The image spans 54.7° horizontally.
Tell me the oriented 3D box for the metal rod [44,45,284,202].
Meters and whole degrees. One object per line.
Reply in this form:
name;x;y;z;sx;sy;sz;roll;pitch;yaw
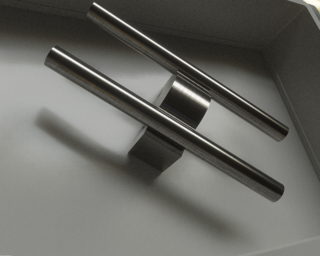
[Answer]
metal rod;0.012;0.001;0.349;0.301;0.025;0.025;31;52;-8

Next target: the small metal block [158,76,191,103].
small metal block;0.033;-0.053;0.439;0.050;0.050;0.025;32;52;-8

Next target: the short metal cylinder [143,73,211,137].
short metal cylinder;0.021;-0.023;0.395;0.050;0.080;0.080;32;51;-8

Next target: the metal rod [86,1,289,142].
metal rod;0.042;-0.069;0.406;0.301;0.025;0.025;31;52;-8

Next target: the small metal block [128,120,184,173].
small metal block;-0.003;0.022;0.374;0.050;0.050;0.025;32;52;-8
